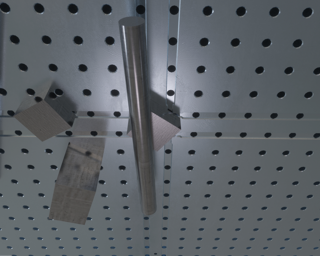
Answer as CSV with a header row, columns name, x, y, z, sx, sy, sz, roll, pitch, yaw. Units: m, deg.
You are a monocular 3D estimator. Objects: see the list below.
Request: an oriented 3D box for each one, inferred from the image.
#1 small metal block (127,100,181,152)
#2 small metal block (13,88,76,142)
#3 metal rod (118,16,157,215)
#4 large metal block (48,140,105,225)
name,x,y,z,sx,sy,sz,roll,pitch,yaw
small metal block,-0.008,-0.002,0.409,0.050,0.025,0.050,31,124,-24
small metal block,-0.146,-0.016,0.397,0.050,0.025,0.050,-24,127,19
metal rod,-0.022,0.013,0.389,0.025,0.025,0.298,-1,130,1
large metal block,-0.118,0.077,0.440,0.050,0.080,0.079,15,129,-12
